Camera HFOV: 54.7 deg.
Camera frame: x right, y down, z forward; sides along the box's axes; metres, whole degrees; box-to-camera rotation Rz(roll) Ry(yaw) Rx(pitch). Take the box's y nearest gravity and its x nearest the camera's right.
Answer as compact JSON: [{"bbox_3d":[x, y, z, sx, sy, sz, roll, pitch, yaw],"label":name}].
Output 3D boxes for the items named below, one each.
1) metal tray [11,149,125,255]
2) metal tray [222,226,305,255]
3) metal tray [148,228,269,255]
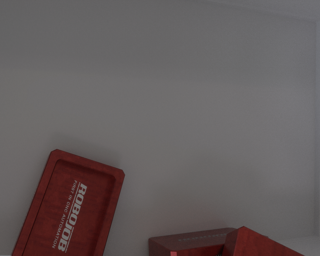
[{"bbox_3d":[-0.102,0.099,0.352,0.091,0.030,0.130,21,68,-19],"label":"metal tray"},{"bbox_3d":[0.127,0.175,0.330,0.131,0.030,0.090,27,54,-3],"label":"metal tray"},{"bbox_3d":[0.060,0.155,0.396,0.131,0.090,0.030,0,81,-20],"label":"metal tray"}]
